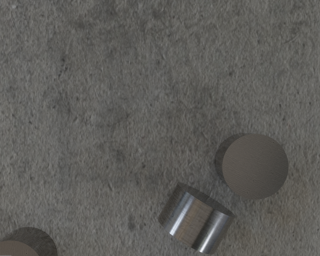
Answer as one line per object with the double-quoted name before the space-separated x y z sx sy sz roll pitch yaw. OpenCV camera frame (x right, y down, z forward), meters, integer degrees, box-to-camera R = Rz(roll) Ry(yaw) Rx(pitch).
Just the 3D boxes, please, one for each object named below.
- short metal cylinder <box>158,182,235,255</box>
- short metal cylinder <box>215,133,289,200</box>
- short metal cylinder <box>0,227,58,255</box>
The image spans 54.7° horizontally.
"short metal cylinder" 0.045 0.110 0.383 0.080 0.080 0.050 29 90 -1
"short metal cylinder" 0.115 0.047 0.399 0.081 0.050 0.079 0 90 -1
"short metal cylinder" -0.179 0.174 0.395 0.081 0.050 0.079 0 90 -1
